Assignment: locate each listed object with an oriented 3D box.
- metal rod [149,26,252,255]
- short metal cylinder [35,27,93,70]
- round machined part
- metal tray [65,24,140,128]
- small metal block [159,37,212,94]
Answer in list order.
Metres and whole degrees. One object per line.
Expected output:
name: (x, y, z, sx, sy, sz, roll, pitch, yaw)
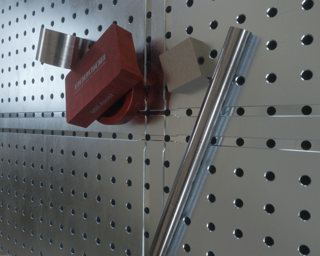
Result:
metal rod: (0.042, 0.031, 0.372, 0.025, 0.025, 0.298, 29, 108, 36)
short metal cylinder: (-0.153, -0.125, 0.497, 0.080, 0.081, 0.050, 25, 106, 37)
round machined part: (-0.059, -0.053, 0.445, 0.098, 0.042, 0.097, 0, 90, 39)
metal tray: (-0.086, -0.069, 0.433, 0.130, 0.030, 0.090, -36, 52, 34)
small metal block: (0.031, -0.076, 0.382, 0.050, 0.025, 0.050, -23, 76, 37)
